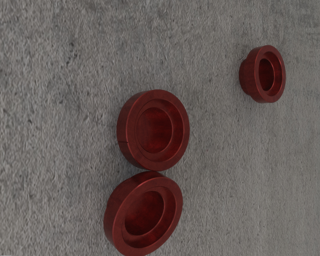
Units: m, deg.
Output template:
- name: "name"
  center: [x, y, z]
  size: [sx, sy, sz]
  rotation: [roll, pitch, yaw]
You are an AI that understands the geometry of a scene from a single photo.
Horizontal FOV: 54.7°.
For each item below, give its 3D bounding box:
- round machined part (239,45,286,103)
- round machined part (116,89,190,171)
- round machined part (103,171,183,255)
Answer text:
- name: "round machined part"
  center: [0.175, -0.091, 0.540]
  size: [0.099, 0.042, 0.097]
  rotation: [0, 90, -40]
- name: "round machined part"
  center: [-0.012, 0.003, 0.383]
  size: [0.099, 0.042, 0.097]
  rotation: [0, 90, -40]
- name: "round machined part"
  center: [-0.023, 0.096, 0.365]
  size: [0.099, 0.042, 0.097]
  rotation: [-14, 113, -36]
